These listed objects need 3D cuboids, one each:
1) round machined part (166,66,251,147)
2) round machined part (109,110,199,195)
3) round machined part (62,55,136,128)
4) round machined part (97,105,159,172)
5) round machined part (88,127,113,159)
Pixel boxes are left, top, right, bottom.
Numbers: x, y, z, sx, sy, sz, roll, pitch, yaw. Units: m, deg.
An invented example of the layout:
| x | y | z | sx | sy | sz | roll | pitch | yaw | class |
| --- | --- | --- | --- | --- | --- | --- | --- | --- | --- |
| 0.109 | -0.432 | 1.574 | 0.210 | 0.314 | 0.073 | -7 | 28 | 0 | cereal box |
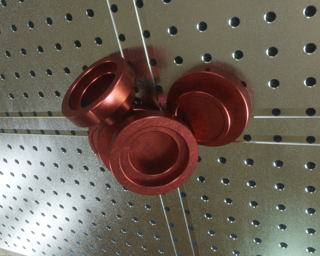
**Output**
| x | y | z | sx | sy | sz | roll | pitch | yaw | class |
| --- | --- | --- | --- | --- | --- | --- | --- | --- | --- |
| 0.052 | -0.019 | 0.360 | 0.098 | 0.042 | 0.097 | 13 | 124 | 20 | round machined part |
| -0.009 | 0.025 | 0.357 | 0.099 | 0.042 | 0.097 | -3 | 113 | -7 | round machined part |
| -0.069 | -0.040 | 0.381 | 0.098 | 0.098 | 0.042 | -13 | 137 | 33 | round machined part |
| -0.030 | 0.023 | 0.398 | 0.099 | 0.042 | 0.097 | -4 | 110 | -10 | round machined part |
| -0.061 | 0.014 | 0.440 | 0.098 | 0.042 | 0.097 | 13 | 124 | 20 | round machined part |
